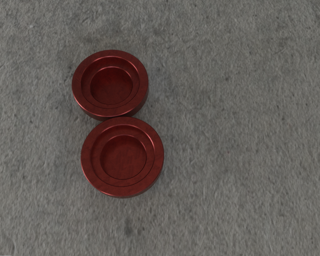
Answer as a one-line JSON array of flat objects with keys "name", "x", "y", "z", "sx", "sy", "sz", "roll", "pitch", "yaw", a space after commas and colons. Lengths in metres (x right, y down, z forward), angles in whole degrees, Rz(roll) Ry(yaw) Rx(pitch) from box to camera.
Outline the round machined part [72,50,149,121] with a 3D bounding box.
[{"name": "round machined part", "x": -0.064, "y": -0.053, "z": 0.418, "sx": 0.099, "sy": 0.042, "sz": 0.098, "roll": 0, "pitch": 70, "yaw": -1}]

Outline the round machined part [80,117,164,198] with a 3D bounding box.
[{"name": "round machined part", "x": -0.045, "y": 0.038, "z": 0.385, "sx": 0.099, "sy": 0.042, "sz": 0.098, "roll": 0, "pitch": 70, "yaw": -1}]
